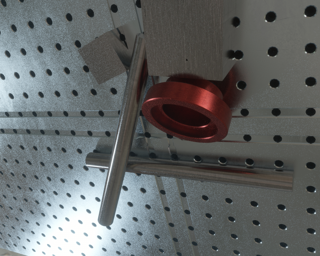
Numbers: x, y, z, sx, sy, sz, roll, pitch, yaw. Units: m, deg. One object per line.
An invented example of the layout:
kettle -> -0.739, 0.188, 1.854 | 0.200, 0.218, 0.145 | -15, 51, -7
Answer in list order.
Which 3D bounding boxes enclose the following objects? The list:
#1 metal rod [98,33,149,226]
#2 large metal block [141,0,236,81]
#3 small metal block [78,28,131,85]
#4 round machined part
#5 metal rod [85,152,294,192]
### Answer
metal rod -> -0.051, 0.022, 0.424 | 0.025, 0.025, 0.298 | 23, 119, 13
large metal block -> 0.031, -0.098, 0.317 | 0.080, 0.050, 0.079 | 8, 122, 23
small metal block -> -0.066, -0.089, 0.390 | 0.050, 0.025, 0.050 | -19, 109, 35
round machined part -> 0.033, -0.024, 0.349 | 0.098, 0.042, 0.098 | 17, 158, 7
metal rod -> 0.023, 0.057, 0.433 | 0.301, 0.025, 0.025 | 3, 120, 26
